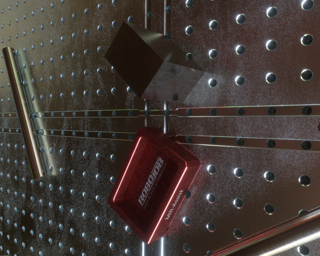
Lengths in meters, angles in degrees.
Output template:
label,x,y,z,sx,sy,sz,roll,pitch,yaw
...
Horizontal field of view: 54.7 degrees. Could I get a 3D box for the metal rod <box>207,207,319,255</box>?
label,x,y,z,sx,sy,sz,roll,pitch,yaw
metal rod,0.120,0.110,0.309,0.299,0.025,0.025,-40,66,32

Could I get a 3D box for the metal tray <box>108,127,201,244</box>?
label,x,y,z,sx,sy,sz,roll,pitch,yaw
metal tray,-0.012,0.075,0.414,0.090,0.030,0.129,37,112,33

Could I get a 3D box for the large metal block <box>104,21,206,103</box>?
label,x,y,z,sx,sy,sz,roll,pitch,yaw
large metal block,-0.006,-0.078,0.377,0.080,0.081,0.050,50,120,28

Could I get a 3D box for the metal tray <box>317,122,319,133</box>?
label,x,y,z,sx,sy,sz,roll,pitch,yaw
metal tray,0.199,-0.014,0.224,0.130,0.030,0.090,22,85,37

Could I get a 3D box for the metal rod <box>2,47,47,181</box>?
label,x,y,z,sx,sy,sz,roll,pitch,yaw
metal rod,-0.282,-0.037,0.637,0.025,0.025,0.299,-33,70,35
